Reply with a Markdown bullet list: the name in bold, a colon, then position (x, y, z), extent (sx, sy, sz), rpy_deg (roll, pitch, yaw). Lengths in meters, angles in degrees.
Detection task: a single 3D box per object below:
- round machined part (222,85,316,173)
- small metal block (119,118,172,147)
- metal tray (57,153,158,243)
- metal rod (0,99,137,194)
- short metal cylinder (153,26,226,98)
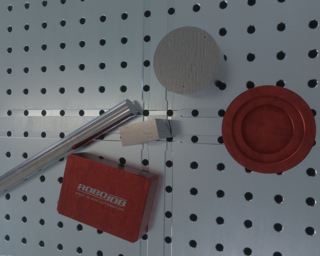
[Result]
- **round machined part**: position (0.124, 0.001, 0.360), extent (0.098, 0.042, 0.097), rpy_deg (0, 90, 19)
- **small metal block**: position (-0.018, 0.006, 0.406), extent (0.050, 0.050, 0.025), rpy_deg (-13, 86, 19)
- **metal tray**: position (-0.076, 0.094, 0.437), extent (0.130, 0.030, 0.089), rpy_deg (14, 95, 19)
- **metal rod**: position (-0.165, 0.040, 0.470), extent (0.300, 0.025, 0.025), rpy_deg (-29, 81, 17)
- **short metal cylinder**: position (0.038, -0.079, 0.386), extent (0.080, 0.050, 0.079), rpy_deg (0, 90, 20)
